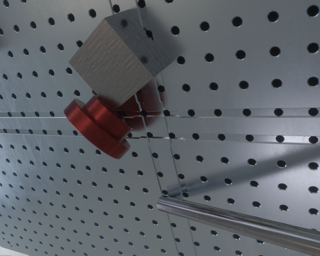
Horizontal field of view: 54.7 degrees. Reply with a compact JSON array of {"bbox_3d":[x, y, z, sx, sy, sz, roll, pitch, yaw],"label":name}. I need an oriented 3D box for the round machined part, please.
[{"bbox_3d":[-0.075,-0.007,0.412,0.098,0.098,0.042,42,91,-1],"label":"round machined part"}]

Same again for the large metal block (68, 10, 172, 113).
[{"bbox_3d":[-0.048,-0.079,0.372,0.080,0.050,0.080,-35,99,38],"label":"large metal block"}]

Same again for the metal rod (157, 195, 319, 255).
[{"bbox_3d":[0.102,0.116,0.370,0.299,0.025,0.025,-1,120,49],"label":"metal rod"}]
